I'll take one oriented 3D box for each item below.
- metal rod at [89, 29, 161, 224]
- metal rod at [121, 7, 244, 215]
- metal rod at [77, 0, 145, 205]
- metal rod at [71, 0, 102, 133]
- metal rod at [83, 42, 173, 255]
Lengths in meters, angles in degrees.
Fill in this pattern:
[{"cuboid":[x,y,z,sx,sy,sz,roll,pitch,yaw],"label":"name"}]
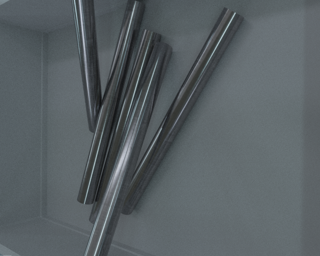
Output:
[{"cuboid":[-0.055,0.008,0.452,0.025,0.025,0.298,29,108,36],"label":"metal rod"},{"cuboid":[0.015,-0.005,0.394,0.025,0.025,0.298,43,116,31],"label":"metal rod"},{"cuboid":[-0.073,-0.032,0.451,0.025,0.025,0.298,21,98,38],"label":"metal rod"},{"cuboid":[-0.092,-0.108,0.391,0.025,0.025,0.298,41,144,32],"label":"metal rod"},{"cuboid":[-0.038,0.033,0.367,0.025,0.025,0.299,4,71,40],"label":"metal rod"}]
